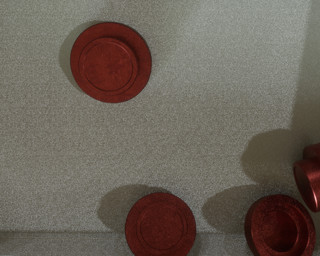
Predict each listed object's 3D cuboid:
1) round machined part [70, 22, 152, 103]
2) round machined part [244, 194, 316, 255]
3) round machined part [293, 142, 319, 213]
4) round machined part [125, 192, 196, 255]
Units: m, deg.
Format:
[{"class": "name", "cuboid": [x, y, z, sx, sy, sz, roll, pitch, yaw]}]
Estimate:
[{"class": "round machined part", "cuboid": [-0.059, -0.076, 0.373, 0.099, 0.042, 0.097, 0, 110, 0]}, {"class": "round machined part", "cuboid": [0.164, 0.145, 0.440, 0.099, 0.042, 0.098, 4, 72, -12]}, {"class": "round machined part", "cuboid": [0.206, 0.070, 0.400, 0.042, 0.098, 0.098, -18, 109, 7]}, {"class": "round machined part", "cuboid": [0.001, 0.137, 0.424, 0.099, 0.042, 0.098, 2, 69, -4]}]
